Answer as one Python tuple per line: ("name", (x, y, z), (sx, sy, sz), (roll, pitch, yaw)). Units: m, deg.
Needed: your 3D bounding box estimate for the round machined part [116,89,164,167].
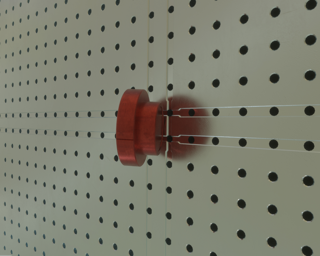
("round machined part", (-0.020, 0.000, 0.392), (0.042, 0.098, 0.097), (3, 92, 9))
